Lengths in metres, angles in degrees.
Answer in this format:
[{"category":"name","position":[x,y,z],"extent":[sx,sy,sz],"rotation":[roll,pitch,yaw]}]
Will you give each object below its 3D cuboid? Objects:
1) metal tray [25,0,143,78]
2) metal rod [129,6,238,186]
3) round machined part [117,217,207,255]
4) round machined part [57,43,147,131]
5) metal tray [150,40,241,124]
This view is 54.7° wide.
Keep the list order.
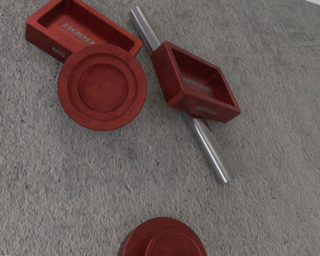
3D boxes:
[{"category":"metal tray","position":[-0.099,-0.119,0.419],"extent":[0.130,0.030,0.090],"rotation":[33,51,-7]},{"category":"metal rod","position":[0.026,-0.057,0.452],"extent":[0.025,0.025,0.299],"rotation":[-15,70,-34]},{"category":"round machined part","position":[0.009,0.139,0.313],"extent":[0.099,0.042,0.098],"rotation":[14,56,-21]},{"category":"round machined part","position":[-0.066,-0.046,0.365],"extent":[0.099,0.042,0.097],"rotation":[0,93,-7]},{"category":"metal tray","position":[0.053,-0.061,0.435],"extent":[0.131,0.030,0.090],"rotation":[13,50,-44]}]
